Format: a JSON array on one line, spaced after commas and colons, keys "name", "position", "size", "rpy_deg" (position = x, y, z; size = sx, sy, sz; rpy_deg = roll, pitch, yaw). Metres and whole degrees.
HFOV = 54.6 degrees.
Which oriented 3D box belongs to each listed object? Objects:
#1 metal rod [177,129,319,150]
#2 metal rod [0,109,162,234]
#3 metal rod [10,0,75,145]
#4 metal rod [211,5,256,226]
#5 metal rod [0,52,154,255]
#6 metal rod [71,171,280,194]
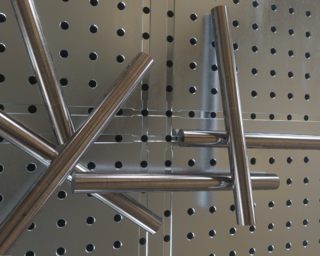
[{"name": "metal rod", "position": [0.170, 0.020, 0.474], "size": [0.302, 0.025, 0.025], "rpy_deg": [3, 89, -20]}, {"name": "metal rod", "position": [-0.119, 0.040, 0.368], "size": [0.301, 0.025, 0.025], "rpy_deg": [38, 78, -16]}, {"name": "metal rod", "position": [-0.151, -0.126, 0.356], "size": [0.025, 0.025, 0.299], "rpy_deg": [-18, 96, -19]}, {"name": "metal rod", "position": [0.100, -0.022, 0.426], "size": [0.025, 0.025, 0.299], "rpy_deg": [-3, 83, -20]}, {"name": "metal rod", "position": [-0.097, 0.026, 0.352], "size": [0.025, 0.025, 0.300], "rpy_deg": [41, 68, -16]}, {"name": "metal rod", "position": [0.039, 0.072, 0.412], "size": [0.302, 0.025, 0.025], "rpy_deg": [5, 89, -26]}]
